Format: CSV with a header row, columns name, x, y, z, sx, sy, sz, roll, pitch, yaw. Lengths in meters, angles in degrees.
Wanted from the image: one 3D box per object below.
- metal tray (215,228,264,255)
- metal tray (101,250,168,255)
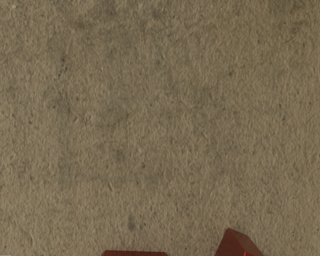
name,x,y,z,sx,sy,sz,roll,pitch,yaw
metal tray,0.080,0.200,0.378,0.030,0.090,0.129,24,90,0
metal tray,-0.036,0.232,0.407,0.091,0.030,0.129,2,90,-1
